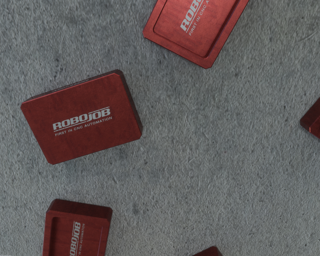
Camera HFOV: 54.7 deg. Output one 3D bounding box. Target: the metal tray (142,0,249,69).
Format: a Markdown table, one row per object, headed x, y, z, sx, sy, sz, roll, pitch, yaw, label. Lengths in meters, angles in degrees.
| x | y | z | sx | sy | sz | roll | pitch | yaw | label |
| --- | --- | --- | --- | --- | --- | --- | --- | --- | --- |
| 0.048 | -0.145 | 0.353 | 0.090 | 0.030 | 0.129 | 25 | 108 | -9 | metal tray |

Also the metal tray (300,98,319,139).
| x | y | z | sx | sy | sz | roll | pitch | yaw | label |
| --- | --- | --- | --- | --- | --- | --- | --- | --- | --- |
| 0.261 | -0.030 | 0.398 | 0.090 | 0.030 | 0.129 | 32 | 107 | -11 | metal tray |

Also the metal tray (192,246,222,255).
| x | y | z | sx | sy | sz | roll | pitch | yaw | label |
| --- | --- | --- | --- | --- | --- | --- | --- | --- | --- |
| 0.040 | 0.244 | 0.465 | 0.130 | 0.090 | 0.030 | -30 | 108 | 10 | metal tray |

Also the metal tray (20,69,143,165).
| x | y | z | sx | sy | sz | roll | pitch | yaw | label |
| --- | --- | --- | --- | --- | --- | --- | --- | --- | --- |
| -0.098 | -0.013 | 0.401 | 0.131 | 0.030 | 0.090 | -17 | 109 | 6 | metal tray |

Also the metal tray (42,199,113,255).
| x | y | z | sx | sy | sz | roll | pitch | yaw | label |
| --- | --- | --- | --- | --- | --- | --- | --- | --- | --- |
| -0.127 | 0.176 | 0.470 | 0.091 | 0.030 | 0.129 | 10 | 110 | -4 | metal tray |
